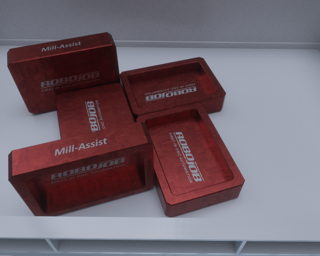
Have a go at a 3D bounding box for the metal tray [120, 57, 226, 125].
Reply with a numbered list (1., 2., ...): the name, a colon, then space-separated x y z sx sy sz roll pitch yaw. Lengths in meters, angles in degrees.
1. metal tray: 0.016 -0.053 0.445 0.131 0.030 0.090 -13 51 -12

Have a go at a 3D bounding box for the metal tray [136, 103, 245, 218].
1. metal tray: 0.031 0.032 0.373 0.091 0.030 0.130 -13 51 -12

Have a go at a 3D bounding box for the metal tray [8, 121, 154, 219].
1. metal tray: -0.073 0.046 0.320 0.131 0.089 0.030 -13 52 -12

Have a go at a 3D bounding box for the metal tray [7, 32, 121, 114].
1. metal tray: -0.122 -0.073 0.418 0.131 0.089 0.030 -14 52 -12

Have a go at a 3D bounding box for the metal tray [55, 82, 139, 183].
1. metal tray: -0.079 0.002 0.396 0.091 0.030 0.130 -13 51 -12
